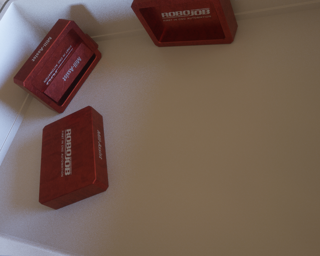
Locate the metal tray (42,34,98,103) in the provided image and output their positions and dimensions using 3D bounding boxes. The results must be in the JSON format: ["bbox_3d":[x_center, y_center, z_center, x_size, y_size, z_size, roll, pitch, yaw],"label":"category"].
[{"bbox_3d":[-0.176,-0.108,0.551,0.090,0.030,0.130,18,71,47],"label":"metal tray"}]

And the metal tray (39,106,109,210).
[{"bbox_3d":[-0.125,0.040,0.444,0.090,0.030,0.130,-23,53,14],"label":"metal tray"}]

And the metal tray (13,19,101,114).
[{"bbox_3d":[-0.163,-0.101,0.510,0.030,0.090,0.130,21,73,34],"label":"metal tray"}]

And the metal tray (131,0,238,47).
[{"bbox_3d":[0.035,-0.159,0.443,0.130,0.090,0.030,6,65,31],"label":"metal tray"}]
